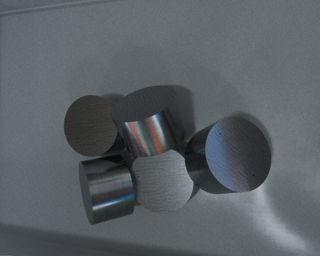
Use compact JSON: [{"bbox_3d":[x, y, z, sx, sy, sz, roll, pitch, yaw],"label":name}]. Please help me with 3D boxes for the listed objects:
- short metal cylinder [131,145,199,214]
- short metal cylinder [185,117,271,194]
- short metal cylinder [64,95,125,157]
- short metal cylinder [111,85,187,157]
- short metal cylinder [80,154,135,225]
[{"bbox_3d":[0.009,0.062,0.392,0.080,0.050,0.079,0,90,19],"label":"short metal cylinder"},{"bbox_3d":[0.075,0.033,0.347,0.081,0.050,0.080,5,74,-19],"label":"short metal cylinder"},{"bbox_3d":[-0.081,-0.003,0.422,0.080,0.050,0.079,0,90,19],"label":"short metal cylinder"},{"bbox_3d":[-0.013,-0.010,0.375,0.080,0.080,0.050,-8,123,19],"label":"short metal cylinder"},{"bbox_3d":[-0.070,0.077,0.396,0.050,0.080,0.080,-9,86,-23],"label":"short metal cylinder"}]
